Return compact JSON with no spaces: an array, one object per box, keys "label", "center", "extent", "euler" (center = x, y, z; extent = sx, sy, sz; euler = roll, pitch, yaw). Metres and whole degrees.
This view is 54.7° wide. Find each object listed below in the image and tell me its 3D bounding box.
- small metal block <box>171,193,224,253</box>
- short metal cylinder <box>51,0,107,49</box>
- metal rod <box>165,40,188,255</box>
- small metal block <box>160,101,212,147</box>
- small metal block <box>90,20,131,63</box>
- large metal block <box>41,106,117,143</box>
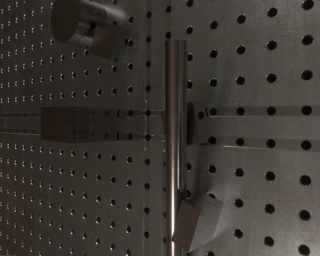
[{"label":"small metal block","center":[0.044,0.107,0.356],"extent":[0.025,0.050,0.050],"euler":[23,104,37]},{"label":"short metal cylinder","center":[-0.131,-0.173,0.499],"extent":[0.080,0.050,0.079],"euler":[0,90,39]},{"label":"metal rod","center":[0.019,0.052,0.364],"extent":[0.025,0.025,0.298],"euler":[8,103,39]},{"label":"small metal block","center":[0.031,-0.002,0.382],"extent":[0.050,0.025,0.050],"euler":[-16,80,38]},{"label":"small metal block","center":[-0.076,-0.131,0.469],"extent":[0.050,0.025,0.050],"euler":[27,107,36]},{"label":"large metal block","center":[-0.123,-0.006,0.472],"extent":[0.080,0.081,0.050],"euler":[2,91,39]}]
